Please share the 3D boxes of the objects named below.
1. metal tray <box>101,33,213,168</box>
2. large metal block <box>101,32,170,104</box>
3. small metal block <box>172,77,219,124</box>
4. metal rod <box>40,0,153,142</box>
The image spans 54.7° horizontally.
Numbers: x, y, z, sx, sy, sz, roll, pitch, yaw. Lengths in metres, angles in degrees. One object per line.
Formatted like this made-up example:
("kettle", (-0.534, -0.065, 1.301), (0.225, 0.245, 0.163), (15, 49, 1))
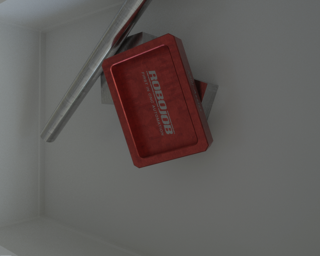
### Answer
("metal tray", (-0.003, -0.028, 0.350), (0.090, 0.030, 0.129), (-17, 92, 20))
("large metal block", (-0.034, -0.075, 0.417), (0.080, 0.050, 0.080), (-4, 88, 39))
("small metal block", (0.036, -0.035, 0.375), (0.050, 0.025, 0.050), (26, 106, 36))
("metal rod", (-0.089, -0.080, 0.412), (0.299, 0.025, 0.025), (-46, 63, 31))
